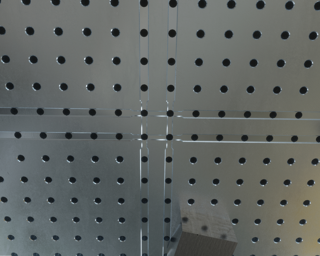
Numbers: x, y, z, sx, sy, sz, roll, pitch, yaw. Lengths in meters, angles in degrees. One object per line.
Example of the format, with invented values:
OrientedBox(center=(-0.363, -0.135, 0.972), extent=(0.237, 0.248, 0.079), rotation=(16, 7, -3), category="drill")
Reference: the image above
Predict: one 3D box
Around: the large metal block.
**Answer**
OrientedBox(center=(0.060, 0.178, 0.466), extent=(0.080, 0.050, 0.079), rotation=(14, 110, -5), category="large metal block")
